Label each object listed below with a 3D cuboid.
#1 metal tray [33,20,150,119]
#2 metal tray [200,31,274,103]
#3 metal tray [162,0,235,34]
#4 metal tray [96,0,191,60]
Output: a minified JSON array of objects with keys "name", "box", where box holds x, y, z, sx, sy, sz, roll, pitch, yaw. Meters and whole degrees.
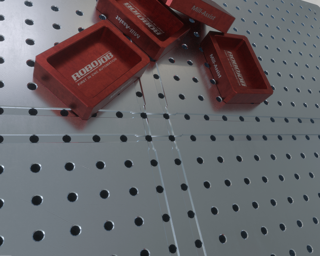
[{"name":"metal tray","box":[-0.085,-0.081,0.408,0.090,0.030,0.131,42,51,1]},{"name":"metal tray","box":[0.132,-0.106,0.539,0.091,0.030,0.130,-3,63,-29]},{"name":"metal tray","box":[0.057,-0.214,0.531,0.131,0.030,0.090,12,33,-32]},{"name":"metal tray","box":[-0.025,-0.179,0.499,0.130,0.030,0.090,42,51,1]}]
